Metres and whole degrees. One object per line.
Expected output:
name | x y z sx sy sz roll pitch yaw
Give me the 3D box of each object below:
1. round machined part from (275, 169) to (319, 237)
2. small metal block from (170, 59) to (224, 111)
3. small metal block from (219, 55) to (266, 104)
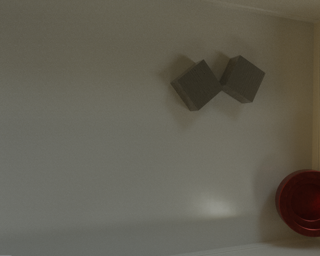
round machined part | 0.227 0.112 0.475 0.099 0.042 0.097 0 89 5
small metal block | 0.051 -0.059 0.431 0.050 0.025 0.050 -41 103 -16
small metal block | 0.120 -0.071 0.456 0.050 0.025 0.050 29 80 -18
